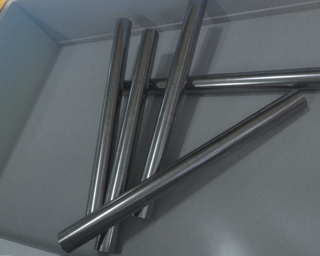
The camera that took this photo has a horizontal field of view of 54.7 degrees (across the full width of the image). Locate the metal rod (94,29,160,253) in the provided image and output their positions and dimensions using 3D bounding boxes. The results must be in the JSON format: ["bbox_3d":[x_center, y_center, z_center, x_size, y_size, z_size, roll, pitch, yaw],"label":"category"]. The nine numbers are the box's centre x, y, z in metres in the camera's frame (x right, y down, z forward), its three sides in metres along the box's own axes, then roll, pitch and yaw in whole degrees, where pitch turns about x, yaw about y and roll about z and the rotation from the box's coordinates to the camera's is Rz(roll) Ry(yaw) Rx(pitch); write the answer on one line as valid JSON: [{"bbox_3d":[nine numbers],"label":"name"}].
[{"bbox_3d":[-0.038,0.001,0.403,0.025,0.025,0.299,-1,68,28],"label":"metal rod"}]

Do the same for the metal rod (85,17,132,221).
[{"bbox_3d":[-0.068,-0.025,0.432,0.025,0.025,0.299,-6,67,25],"label":"metal rod"}]

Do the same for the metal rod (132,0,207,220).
[{"bbox_3d":[0.016,-0.037,0.393,0.025,0.025,0.299,6,73,31],"label":"metal rod"}]

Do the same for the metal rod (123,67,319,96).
[{"bbox_3d":[0.072,-0.058,0.403,0.300,0.025,0.025,1,62,28],"label":"metal rod"}]

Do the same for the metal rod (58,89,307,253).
[{"bbox_3d":[0.026,0.045,0.338,0.301,0.025,0.025,-31,51,-2],"label":"metal rod"}]
